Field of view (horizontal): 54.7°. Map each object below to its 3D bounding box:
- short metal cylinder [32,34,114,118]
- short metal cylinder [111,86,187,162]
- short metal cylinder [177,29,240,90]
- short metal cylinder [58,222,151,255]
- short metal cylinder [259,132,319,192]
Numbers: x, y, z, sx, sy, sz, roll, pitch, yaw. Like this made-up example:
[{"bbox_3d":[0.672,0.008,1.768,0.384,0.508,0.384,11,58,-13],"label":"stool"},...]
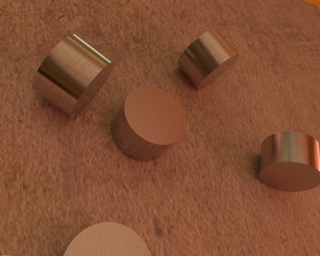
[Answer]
[{"bbox_3d":[-0.097,-0.058,0.353,0.050,0.080,0.080,37,51,-4],"label":"short metal cylinder"},{"bbox_3d":[-0.014,-0.005,0.384,0.081,0.050,0.080,14,56,-21],"label":"short metal cylinder"},{"bbox_3d":[0.073,-0.104,0.473,0.081,0.080,0.050,-32,80,-38],"label":"short metal cylinder"},{"bbox_3d":[-0.053,0.131,0.280,0.081,0.050,0.080,14,56,-21],"label":"short metal cylinder"},{"bbox_3d":[0.185,0.049,0.441,0.080,0.080,0.050,26,53,-13],"label":"short metal cylinder"}]
